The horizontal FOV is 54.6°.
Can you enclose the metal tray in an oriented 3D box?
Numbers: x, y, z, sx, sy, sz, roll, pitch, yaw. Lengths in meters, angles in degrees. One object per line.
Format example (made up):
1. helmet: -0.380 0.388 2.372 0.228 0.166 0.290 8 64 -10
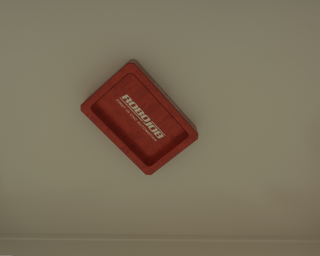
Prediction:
1. metal tray: -0.025 -0.012 0.403 0.090 0.030 0.130 -39 106 13
